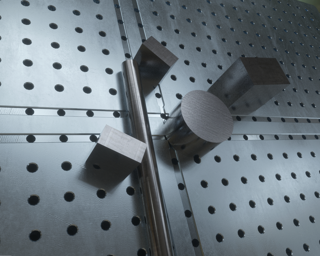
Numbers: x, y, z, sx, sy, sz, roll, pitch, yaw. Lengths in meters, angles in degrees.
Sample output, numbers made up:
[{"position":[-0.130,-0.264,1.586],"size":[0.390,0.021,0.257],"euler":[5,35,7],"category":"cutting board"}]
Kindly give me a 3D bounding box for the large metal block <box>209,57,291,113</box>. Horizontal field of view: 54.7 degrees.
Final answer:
[{"position":[0.141,-0.067,0.492],"size":[0.081,0.080,0.050],"euler":[-6,65,-31],"category":"large metal block"}]

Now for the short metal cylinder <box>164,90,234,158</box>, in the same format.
[{"position":[0.053,-0.005,0.425],"size":[0.081,0.050,0.080],"euler":[14,56,-21],"category":"short metal cylinder"}]

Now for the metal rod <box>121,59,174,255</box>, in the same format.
[{"position":[-0.017,0.042,0.374],"size":[0.025,0.025,0.299],"euler":[3,60,-27],"category":"metal rod"}]

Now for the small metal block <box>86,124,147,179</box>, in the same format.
[{"position":[-0.050,0.028,0.349],"size":[0.050,0.050,0.025],"euler":[27,52,-12],"category":"small metal block"}]

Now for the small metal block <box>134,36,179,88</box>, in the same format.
[{"position":[-0.009,-0.095,0.446],"size":[0.050,0.050,0.025],"euler":[40,51,-2],"category":"small metal block"}]
